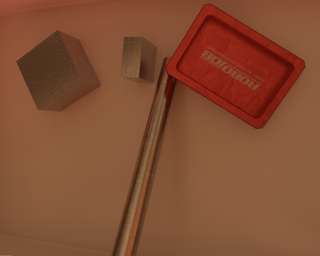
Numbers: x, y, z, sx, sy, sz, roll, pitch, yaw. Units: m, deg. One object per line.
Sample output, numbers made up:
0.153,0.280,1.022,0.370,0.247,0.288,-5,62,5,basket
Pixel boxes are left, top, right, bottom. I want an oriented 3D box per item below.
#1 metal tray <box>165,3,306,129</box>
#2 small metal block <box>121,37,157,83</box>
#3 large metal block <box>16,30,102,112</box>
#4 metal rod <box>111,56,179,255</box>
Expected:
0.084,-0.070,0.360,0.130,0.030,0.090,32,100,1,metal tray
-0.027,-0.088,0.406,0.025,0.050,0.050,6,92,20,small metal block
-0.145,-0.079,0.447,0.080,0.050,0.080,-30,81,17,large metal block
-0.017,0.049,0.352,0.025,0.025,0.299,6,67,19,metal rod
